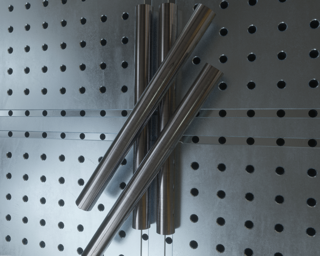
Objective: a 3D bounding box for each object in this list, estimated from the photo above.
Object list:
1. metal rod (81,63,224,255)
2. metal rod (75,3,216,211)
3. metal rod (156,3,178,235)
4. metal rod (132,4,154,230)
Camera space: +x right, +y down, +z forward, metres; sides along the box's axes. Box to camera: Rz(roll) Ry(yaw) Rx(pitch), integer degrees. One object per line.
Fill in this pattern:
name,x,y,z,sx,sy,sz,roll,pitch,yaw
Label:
metal rod,-0.015,0.053,0.392,0.025,0.025,0.299,36,101,16
metal rod,-0.024,-0.017,0.396,0.025,0.025,0.299,36,101,16
metal rod,0.009,-0.012,0.410,0.025,0.025,0.298,1,90,20
metal rod,-0.023,-0.014,0.422,0.025,0.025,0.298,1,90,20
